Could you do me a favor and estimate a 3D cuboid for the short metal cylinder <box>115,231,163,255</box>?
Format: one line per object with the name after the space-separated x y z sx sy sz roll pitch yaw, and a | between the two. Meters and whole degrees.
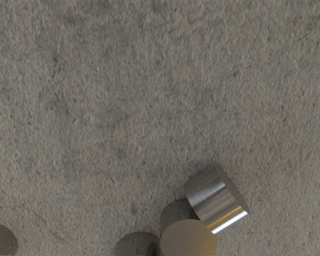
-0.031 0.207 0.473 0.081 0.050 0.079 0 110 -1 | short metal cylinder

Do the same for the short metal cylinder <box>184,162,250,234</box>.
0.076 0.094 0.416 0.050 0.080 0.080 -36 107 12 | short metal cylinder

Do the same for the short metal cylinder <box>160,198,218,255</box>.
0.040 0.151 0.453 0.081 0.050 0.079 0 110 -1 | short metal cylinder

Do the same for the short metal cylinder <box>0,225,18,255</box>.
-0.264 0.190 0.463 0.081 0.050 0.079 0 110 -1 | short metal cylinder
